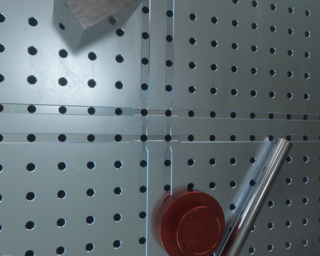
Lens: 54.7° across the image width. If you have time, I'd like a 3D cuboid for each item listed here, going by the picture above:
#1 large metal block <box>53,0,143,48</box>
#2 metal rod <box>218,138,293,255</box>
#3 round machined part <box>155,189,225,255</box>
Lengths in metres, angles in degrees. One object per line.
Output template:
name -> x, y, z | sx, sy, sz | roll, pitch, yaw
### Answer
large metal block -> -0.072, -0.142, 0.356 | 0.080, 0.080, 0.050 | -36, 102, -16
metal rod -> 0.121, 0.149, 0.457 | 0.025, 0.025, 0.300 | 34, 79, -17
round machined part -> 0.047, 0.135, 0.421 | 0.099, 0.042, 0.097 | 0, 90, -20
